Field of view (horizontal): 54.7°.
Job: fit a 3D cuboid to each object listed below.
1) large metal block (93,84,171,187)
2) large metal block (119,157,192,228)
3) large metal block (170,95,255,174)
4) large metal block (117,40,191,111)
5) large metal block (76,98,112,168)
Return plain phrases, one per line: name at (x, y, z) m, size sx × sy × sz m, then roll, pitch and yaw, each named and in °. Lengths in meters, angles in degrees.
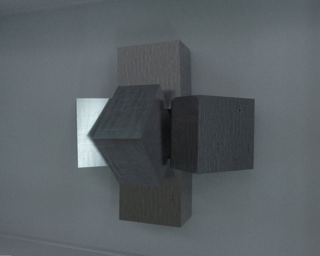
large metal block at (-0.023, 0.009, 0.346) m, size 0.050 × 0.080 × 0.080 m, roll -1°, pitch 46°, yaw 19°
large metal block at (-0.004, 0.076, 0.397) m, size 0.080 × 0.050 × 0.080 m, roll 1°, pitch 90°, yaw 20°
large metal block at (0.059, 0.006, 0.351) m, size 0.050 × 0.081 × 0.079 m, roll 2°, pitch 92°, yaw 58°
large metal block at (-0.006, -0.062, 0.395) m, size 0.080 × 0.050 × 0.080 m, roll -2°, pitch 90°, yaw 20°
large metal block at (-0.082, 0.005, 0.401) m, size 0.050 × 0.080 × 0.080 m, roll -1°, pitch 90°, yaw -16°
